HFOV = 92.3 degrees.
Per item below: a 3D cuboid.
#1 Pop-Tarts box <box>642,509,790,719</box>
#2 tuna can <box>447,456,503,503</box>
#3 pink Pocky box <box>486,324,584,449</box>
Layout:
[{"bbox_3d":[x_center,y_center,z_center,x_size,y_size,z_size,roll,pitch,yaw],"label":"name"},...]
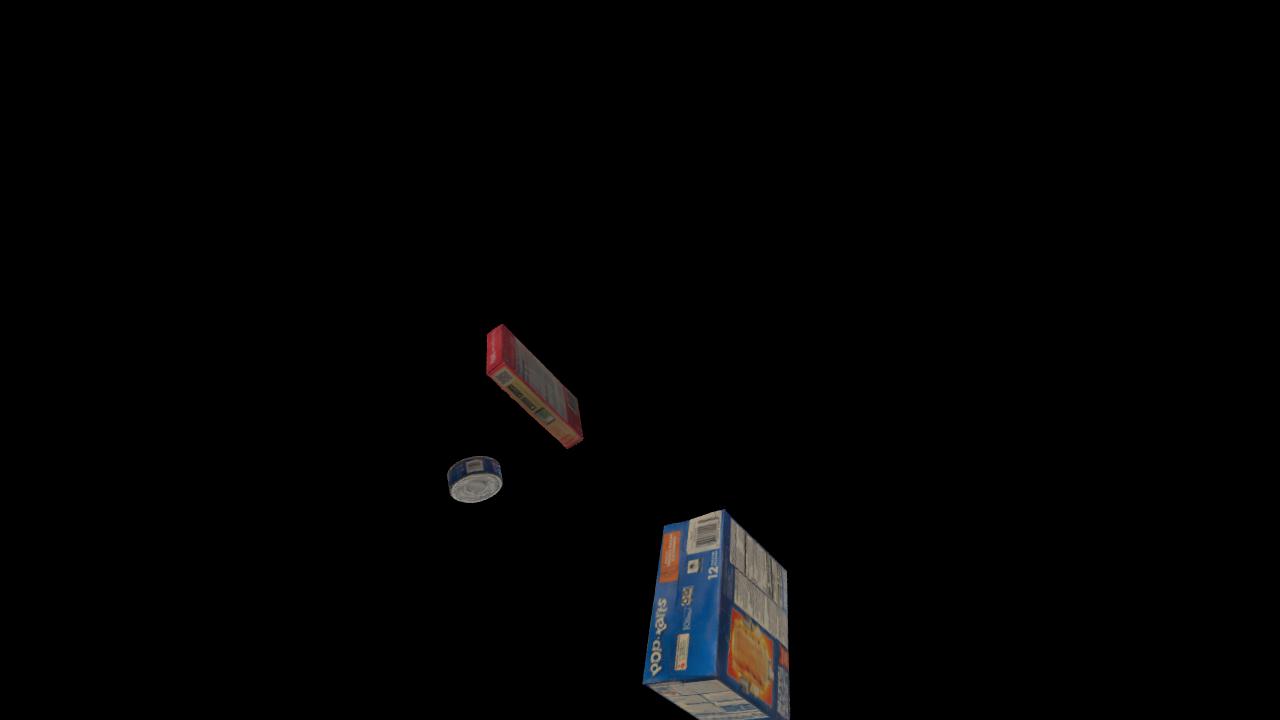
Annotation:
[{"bbox_3d":[0.085,0.268,0.632,0.083,0.167,0.141,-23,-55,31],"label":"Pop-Tarts box"},{"bbox_3d":[-0.261,0.191,0.977,0.084,0.034,0.084,-14,-41,-12],"label":"tuna can"},{"bbox_3d":[-0.127,0.033,0.747,0.029,0.155,0.084,-33,36,10],"label":"pink Pocky box"}]
